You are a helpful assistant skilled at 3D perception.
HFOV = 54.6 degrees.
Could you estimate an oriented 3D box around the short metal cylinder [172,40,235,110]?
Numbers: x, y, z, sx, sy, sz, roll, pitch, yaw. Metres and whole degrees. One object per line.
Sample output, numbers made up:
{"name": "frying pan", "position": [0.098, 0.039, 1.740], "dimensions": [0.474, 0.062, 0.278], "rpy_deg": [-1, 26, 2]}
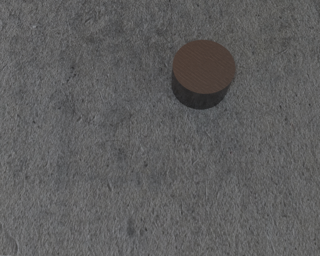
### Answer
{"name": "short metal cylinder", "position": [0.057, -0.071, 0.421], "dimensions": [0.080, 0.050, 0.080], "rpy_deg": [0, 70, 0]}
